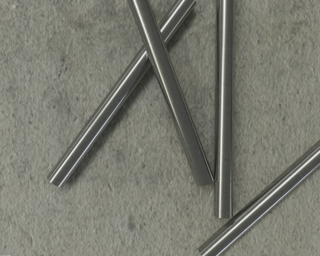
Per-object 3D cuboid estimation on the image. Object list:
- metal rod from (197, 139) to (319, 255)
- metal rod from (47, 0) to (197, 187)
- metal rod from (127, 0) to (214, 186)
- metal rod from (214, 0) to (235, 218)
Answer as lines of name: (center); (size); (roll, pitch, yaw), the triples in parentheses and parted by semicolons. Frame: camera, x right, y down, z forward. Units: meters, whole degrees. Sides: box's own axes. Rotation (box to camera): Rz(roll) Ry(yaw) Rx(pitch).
metal rod: (0.171, 0.070, 0.412); (0.300, 0.025, 0.025); (-42, 91, -1)
metal rod: (-0.050, -0.050, 0.409); (0.025, 0.025, 0.299); (36, 90, -1)
metal rod: (0.008, -0.066, 0.389); (0.025, 0.025, 0.298); (-21, 98, 0)
metal rod: (0.085, -0.033, 0.411); (0.025, 0.025, 0.298); (1, 90, -1)
